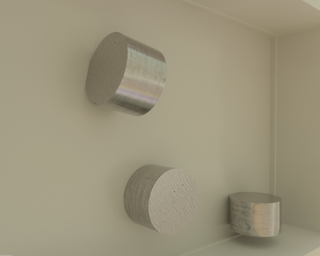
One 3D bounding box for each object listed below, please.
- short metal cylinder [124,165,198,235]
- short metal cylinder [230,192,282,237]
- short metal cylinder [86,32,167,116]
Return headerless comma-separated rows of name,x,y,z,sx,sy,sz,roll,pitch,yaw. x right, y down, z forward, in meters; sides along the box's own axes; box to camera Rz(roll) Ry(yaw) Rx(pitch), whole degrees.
short metal cylinder,0.002,0.088,0.392,0.081,0.050,0.080,0,90,-40
short metal cylinder,0.153,0.137,0.499,0.081,0.080,0.050,0,90,-40
short metal cylinder,-0.038,-0.057,0.338,0.050,0.080,0.080,14,81,-39
